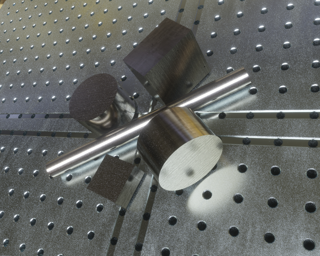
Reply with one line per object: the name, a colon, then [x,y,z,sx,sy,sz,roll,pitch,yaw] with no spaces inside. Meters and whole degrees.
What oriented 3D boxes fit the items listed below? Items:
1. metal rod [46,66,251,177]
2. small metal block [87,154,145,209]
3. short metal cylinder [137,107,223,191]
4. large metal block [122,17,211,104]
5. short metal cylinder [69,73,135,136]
metal rod: [-0.024,-0.003,0.418,0.301,0.025,0.025,-25,53,12]
small metal block: [-0.056,0.066,0.392,0.050,0.025,0.050,16,70,34]
short metal cylinder: [0.022,0.023,0.343,0.080,0.080,0.050,-40,52,1]
large metal block: [0.011,-0.083,0.414,0.080,0.080,0.050,-45,51,-3]
short metal cylinder: [-0.083,-0.032,0.451,0.080,0.050,0.080,-13,56,21]
